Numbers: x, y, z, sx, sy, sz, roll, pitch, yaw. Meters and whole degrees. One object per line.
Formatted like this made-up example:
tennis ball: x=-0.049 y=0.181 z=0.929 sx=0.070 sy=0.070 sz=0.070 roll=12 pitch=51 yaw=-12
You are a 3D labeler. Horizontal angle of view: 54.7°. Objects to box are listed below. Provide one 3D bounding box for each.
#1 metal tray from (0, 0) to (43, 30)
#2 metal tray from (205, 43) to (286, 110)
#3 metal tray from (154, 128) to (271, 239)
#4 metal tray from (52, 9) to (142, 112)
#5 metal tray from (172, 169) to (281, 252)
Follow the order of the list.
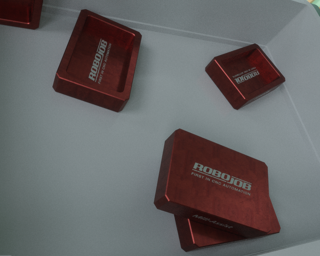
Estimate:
metal tray: x=-0.204 y=-0.165 z=0.354 sx=0.131 sy=0.090 sz=0.030 roll=2 pitch=61 yaw=-28
metal tray: x=0.151 y=-0.093 z=0.539 sx=0.131 sy=0.030 sz=0.090 roll=-26 pitch=76 yaw=-37
metal tray: x=0.064 y=0.064 z=0.358 sx=0.131 sy=0.030 sz=0.090 roll=22 pitch=53 yaw=-15
metal tray: x=-0.079 y=-0.092 z=0.415 sx=0.091 sy=0.030 sz=0.130 roll=19 pitch=54 yaw=-17
metal tray: x=0.080 y=0.096 z=0.387 sx=0.131 sy=0.030 sz=0.090 roll=2 pitch=61 yaw=-28
